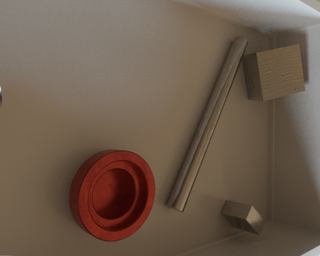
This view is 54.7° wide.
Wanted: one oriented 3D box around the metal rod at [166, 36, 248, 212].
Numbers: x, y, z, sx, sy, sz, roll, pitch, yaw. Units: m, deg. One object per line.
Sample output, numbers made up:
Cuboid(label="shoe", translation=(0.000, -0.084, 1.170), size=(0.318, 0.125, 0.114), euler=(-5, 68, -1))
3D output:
Cuboid(label="metal rod", translation=(0.079, -0.018, 0.474), size=(0.025, 0.025, 0.300), euler=(38, 67, -34))

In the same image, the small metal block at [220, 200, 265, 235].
Cuboid(label="small metal block", translation=(0.135, 0.146, 0.507), size=(0.050, 0.050, 0.025), euler=(49, 61, -30))

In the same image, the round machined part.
Cuboid(label="round machined part", translation=(-0.056, 0.073, 0.350), size=(0.099, 0.042, 0.097), euler=(0, 90, -40))

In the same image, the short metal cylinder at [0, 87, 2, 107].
Cuboid(label="short metal cylinder", translation=(-0.165, -0.043, 0.233), size=(0.050, 0.080, 0.080), euler=(-29, 109, -36))

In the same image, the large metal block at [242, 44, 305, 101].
Cuboid(label="large metal block", translation=(0.196, -0.095, 0.537), size=(0.081, 0.050, 0.079), euler=(-14, 101, -12))
